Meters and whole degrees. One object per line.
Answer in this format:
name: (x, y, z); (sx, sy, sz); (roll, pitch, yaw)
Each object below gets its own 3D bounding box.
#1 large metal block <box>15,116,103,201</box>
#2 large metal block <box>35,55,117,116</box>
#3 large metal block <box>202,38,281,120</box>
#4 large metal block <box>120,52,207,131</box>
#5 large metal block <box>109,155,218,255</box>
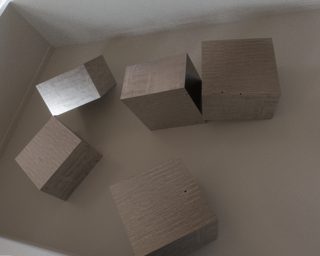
large metal block: (-0.142, 0.042, 0.437); (0.080, 0.050, 0.080); (32, 79, 37)
large metal block: (-0.123, -0.066, 0.468); (0.080, 0.050, 0.080); (-20, 18, 16)
large metal block: (0.090, -0.057, 0.363); (0.080, 0.050, 0.080); (-1, 60, 8)
large metal block: (0.009, -0.041, 0.390); (0.080, 0.080, 0.050); (-8, 59, 24)
large metal block: (0.004, 0.087, 0.318); (0.080, 0.050, 0.080); (-23, 51, -10)
